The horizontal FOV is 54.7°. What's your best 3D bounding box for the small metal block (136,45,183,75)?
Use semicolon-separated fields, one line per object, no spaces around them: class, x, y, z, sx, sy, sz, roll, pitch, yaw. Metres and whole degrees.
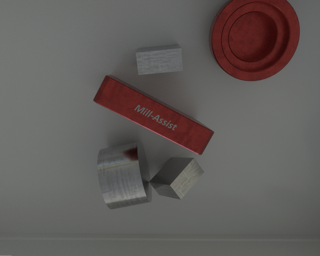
small metal block;-0.001;-0.082;0.368;0.050;0.050;0.025;-5;110;1

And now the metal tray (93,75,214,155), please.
metal tray;-0.009;-0.019;0.367;0.131;0.090;0.030;27;96;-10

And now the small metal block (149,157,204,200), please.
small metal block;0.022;0.065;0.412;0.050;0.050;0.025;-44;109;-27

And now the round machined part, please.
round machined part;0.106;-0.107;0.364;0.099;0.042;0.097;0;110;-1

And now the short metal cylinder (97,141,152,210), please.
short metal cylinder;-0.044;0.061;0.404;0.050;0.080;0.079;-12;110;4
